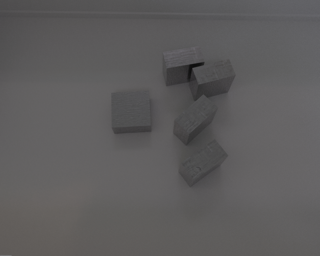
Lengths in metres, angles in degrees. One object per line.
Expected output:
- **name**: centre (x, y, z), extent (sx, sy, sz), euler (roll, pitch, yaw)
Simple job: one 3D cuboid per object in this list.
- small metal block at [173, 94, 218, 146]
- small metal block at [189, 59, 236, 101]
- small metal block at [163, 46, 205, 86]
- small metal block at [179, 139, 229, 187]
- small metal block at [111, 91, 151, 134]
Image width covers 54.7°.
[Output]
- **small metal block**: centre (0.045, -0.009, 0.400), extent (0.050, 0.050, 0.025), euler (-41, 75, -14)
- **small metal block**: centre (0.069, -0.064, 0.420), extent (0.050, 0.050, 0.025), euler (-15, 71, -5)
- **small metal block**: centre (0.031, -0.084, 0.427), extent (0.050, 0.050, 0.025), euler (-11, 71, -4)
- **small metal block**: centre (0.052, 0.044, 0.380), extent (0.050, 0.050, 0.025), euler (-34, 74, -11)
- **small metal block**: centre (-0.038, -0.021, 0.417), extent (0.050, 0.025, 0.050), euler (-3, 70, -2)
